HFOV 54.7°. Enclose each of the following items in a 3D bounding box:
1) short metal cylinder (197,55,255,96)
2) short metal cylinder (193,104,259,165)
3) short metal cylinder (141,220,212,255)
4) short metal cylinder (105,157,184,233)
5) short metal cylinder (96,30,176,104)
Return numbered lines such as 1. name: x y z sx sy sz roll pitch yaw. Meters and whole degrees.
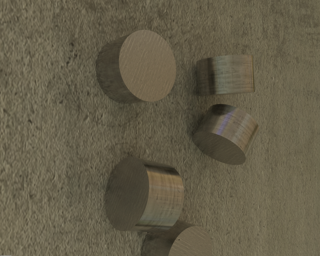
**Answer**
1. short metal cylinder: 0.094 -0.074 0.448 0.081 0.080 0.050 -7 95 -40
2. short metal cylinder: 0.095 0.010 0.448 0.080 0.080 0.050 46 62 -30
3. short metal cylinder: 0.023 0.164 0.408 0.081 0.050 0.080 0 90 -40
4. short metal cylinder: -0.019 0.076 0.353 0.050 0.080 0.080 18 78 -39
5. short metal cylinder: -0.028 -0.069 0.365 0.081 0.050 0.080 0 90 -40
